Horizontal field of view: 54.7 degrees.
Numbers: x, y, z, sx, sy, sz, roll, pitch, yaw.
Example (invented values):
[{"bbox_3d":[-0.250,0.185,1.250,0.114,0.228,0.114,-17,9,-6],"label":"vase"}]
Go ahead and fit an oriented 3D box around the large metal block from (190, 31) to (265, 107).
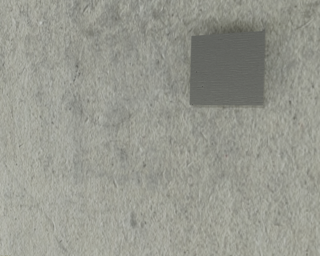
[{"bbox_3d":[0.082,-0.065,0.367,0.080,0.050,0.079,2,91,19],"label":"large metal block"}]
